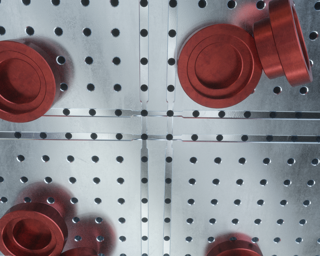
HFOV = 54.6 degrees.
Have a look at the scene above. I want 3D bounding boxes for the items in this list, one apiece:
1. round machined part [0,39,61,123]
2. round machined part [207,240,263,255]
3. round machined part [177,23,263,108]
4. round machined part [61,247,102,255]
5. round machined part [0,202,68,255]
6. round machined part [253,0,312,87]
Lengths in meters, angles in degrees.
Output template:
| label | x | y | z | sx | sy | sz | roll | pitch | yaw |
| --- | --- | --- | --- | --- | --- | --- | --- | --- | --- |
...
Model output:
| label | x | y | z | sx | sy | sz | roll | pitch | yaw |
| --- | --- | --- | --- | --- | --- | --- | --- | --- | --- |
| round machined part | -0.172 | -0.059 | 0.381 | 0.099 | 0.042 | 0.097 | 0 | 110 | 0 |
| round machined part | 0.121 | 0.230 | 0.490 | 0.099 | 0.042 | 0.097 | 0 | 110 | 0 |
| round machined part | 0.070 | -0.076 | 0.376 | 0.099 | 0.042 | 0.097 | 0 | 110 | 0 |
| round machined part | -0.126 | 0.218 | 0.469 | 0.099 | 0.042 | 0.097 | -13 | 135 | -13 |
| round machined part | -0.185 | 0.151 | 0.458 | 0.099 | 0.042 | 0.097 | 0 | 109 | 0 |
| round machined part | 0.135 | -0.093 | 0.346 | 0.042 | 0.098 | 0.098 | -14 | 111 | 30 |
